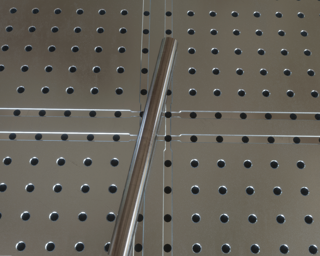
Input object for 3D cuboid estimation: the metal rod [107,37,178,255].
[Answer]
[{"bbox_3d":[-0.017,0.011,0.407,0.025,0.025,0.299,12,70,4],"label":"metal rod"}]
